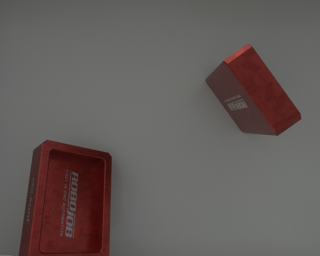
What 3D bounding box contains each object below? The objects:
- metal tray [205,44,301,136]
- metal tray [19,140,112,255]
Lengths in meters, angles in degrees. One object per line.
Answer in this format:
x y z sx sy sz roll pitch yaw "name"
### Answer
0.099 -0.037 0.359 0.030 0.130 0.090 -36 90 0 "metal tray"
-0.104 0.086 0.359 0.091 0.030 0.130 17 59 -37 "metal tray"
